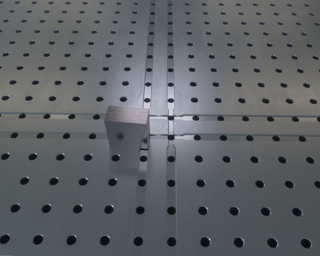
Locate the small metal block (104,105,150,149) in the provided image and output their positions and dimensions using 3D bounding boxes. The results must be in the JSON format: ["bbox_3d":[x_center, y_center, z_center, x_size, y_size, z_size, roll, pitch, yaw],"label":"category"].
[{"bbox_3d":[-0.040,0.000,0.392,0.050,0.050,0.025,5,50,4],"label":"small metal block"}]
